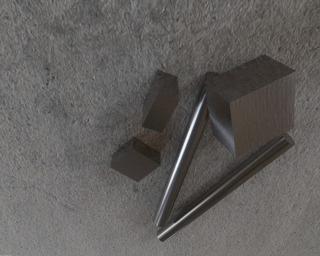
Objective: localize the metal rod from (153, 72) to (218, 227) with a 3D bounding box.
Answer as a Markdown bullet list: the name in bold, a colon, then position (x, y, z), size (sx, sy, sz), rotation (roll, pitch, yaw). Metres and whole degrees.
- **metal rod**: position (0.032, 0.052, 0.452), size (0.025, 0.025, 0.298), rotation (9, 130, -8)

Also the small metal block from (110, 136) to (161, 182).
- **small metal block**: position (-0.035, 0.046, 0.446), size (0.050, 0.025, 0.050), rotation (34, 122, -26)

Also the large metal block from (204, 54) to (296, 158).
- **large metal block**: position (0.103, -0.025, 0.353), size (0.080, 0.050, 0.080), rotation (-26, 130, -10)

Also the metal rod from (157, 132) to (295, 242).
- **metal rod**: position (0.090, 0.108, 0.500), size (0.025, 0.025, 0.298), rotation (28, 125, -22)

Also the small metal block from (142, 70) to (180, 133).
- **small metal block**: position (0.000, -0.031, 0.364), size (0.025, 0.050, 0.050), rotation (17, 128, -14)
